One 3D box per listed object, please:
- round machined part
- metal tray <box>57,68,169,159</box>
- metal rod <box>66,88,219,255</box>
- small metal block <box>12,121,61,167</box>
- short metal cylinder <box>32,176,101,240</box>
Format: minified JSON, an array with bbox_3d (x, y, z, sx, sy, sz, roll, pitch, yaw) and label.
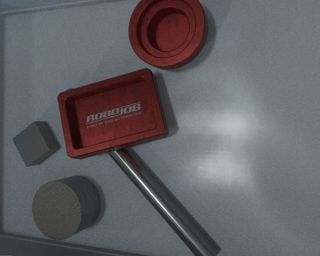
[{"bbox_3d":[0.013,-0.123,0.396,0.098,0.042,0.097,0,90,19],"label":"round machined part"},{"bbox_3d":[-0.062,-0.017,0.409,0.131,0.030,0.090,-15,78,7],"label":"metal tray"},{"bbox_3d":[-0.035,0.057,0.421,0.025,0.025,0.300,-46,76,14],"label":"metal rod"},{"bbox_3d":[-0.190,0.024,0.476,0.050,0.025,0.050,-35,79,16],"label":"small metal block"},{"bbox_3d":[-0.132,0.112,0.442,0.080,0.050,0.079,0,90,19],"label":"short metal cylinder"}]
